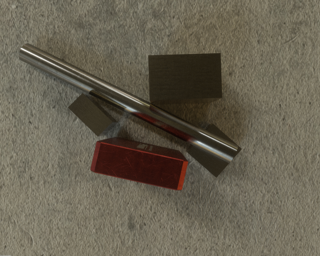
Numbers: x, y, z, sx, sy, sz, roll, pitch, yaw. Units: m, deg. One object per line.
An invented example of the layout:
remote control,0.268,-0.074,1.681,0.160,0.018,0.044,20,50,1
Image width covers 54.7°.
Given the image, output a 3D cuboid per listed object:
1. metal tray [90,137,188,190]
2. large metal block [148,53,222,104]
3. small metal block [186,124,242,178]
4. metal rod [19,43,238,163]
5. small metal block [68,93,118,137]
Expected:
metal tray,-0.020,0.036,0.359,0.091,0.130,0.030,12,90,0
large metal block,0.028,-0.057,0.383,0.081,0.080,0.050,-2,90,-1
small metal block,0.071,0.029,0.413,0.050,0.025,0.050,41,90,-1
metal rod,-0.043,-0.034,0.397,0.301,0.025,0.025,26,90,5
small metal block,-0.084,-0.016,0.397,0.050,0.050,0.025,44,90,-1
